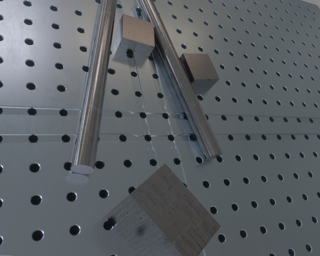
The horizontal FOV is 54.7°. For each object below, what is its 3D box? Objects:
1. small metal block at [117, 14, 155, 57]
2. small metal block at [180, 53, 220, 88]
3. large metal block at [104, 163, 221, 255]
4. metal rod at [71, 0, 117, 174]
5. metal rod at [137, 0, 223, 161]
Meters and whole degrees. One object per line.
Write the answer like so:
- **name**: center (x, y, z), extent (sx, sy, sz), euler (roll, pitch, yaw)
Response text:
- **small metal block**: center (-0.037, -0.141, 0.474), extent (0.050, 0.025, 0.050), euler (11, 57, -23)
- **small metal block**: center (0.060, -0.091, 0.496), extent (0.050, 0.025, 0.050), euler (-6, 65, -31)
- **large metal block**: center (-0.001, 0.094, 0.315), extent (0.080, 0.080, 0.050), euler (48, 51, 5)
- **metal rod**: center (-0.082, -0.082, 0.413), extent (0.025, 0.025, 0.299), euler (14, 56, -20)
- **metal rod**: center (0.023, -0.091, 0.475), extent (0.025, 0.025, 0.299), euler (-8, 66, -32)
